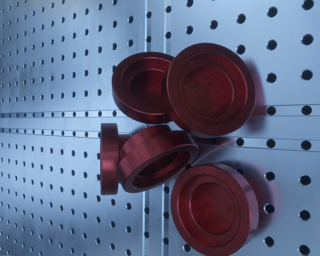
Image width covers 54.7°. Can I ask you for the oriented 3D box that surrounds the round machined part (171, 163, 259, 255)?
[{"bbox_3d":[0.063,0.088,0.345,0.098,0.042,0.097,0,90,39],"label":"round machined part"}]

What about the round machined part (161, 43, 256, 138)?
[{"bbox_3d":[0.048,-0.037,0.332,0.042,0.099,0.097,149,113,-71],"label":"round machined part"}]

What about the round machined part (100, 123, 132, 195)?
[{"bbox_3d":[-0.059,0.042,0.425,0.098,0.042,0.097,-179,89,-78],"label":"round machined part"}]

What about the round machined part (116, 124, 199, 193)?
[{"bbox_3d":[-0.007,0.033,0.366,0.098,0.099,0.042,-47,60,29],"label":"round machined part"}]

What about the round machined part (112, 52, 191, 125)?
[{"bbox_3d":[-0.009,-0.044,0.380,0.098,0.099,0.042,55,157,25],"label":"round machined part"}]
